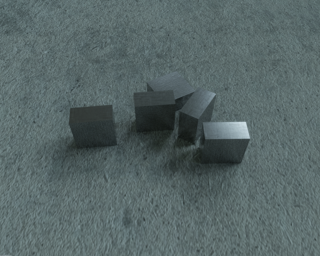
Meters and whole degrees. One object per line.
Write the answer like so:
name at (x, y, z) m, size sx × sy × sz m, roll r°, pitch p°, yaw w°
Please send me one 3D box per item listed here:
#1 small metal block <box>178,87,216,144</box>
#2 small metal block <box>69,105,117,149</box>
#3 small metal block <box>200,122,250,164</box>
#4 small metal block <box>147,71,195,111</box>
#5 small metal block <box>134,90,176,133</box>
small metal block at (0.047, -0.016, 0.400) m, size 0.025 × 0.050 × 0.050 m, roll 25°, pitch 54°, yaw 19°
small metal block at (-0.082, -0.001, 0.387) m, size 0.050 × 0.050 × 0.025 m, roll -5°, pitch 50°, yaw -4°
small metal block at (0.075, 0.019, 0.372) m, size 0.050 × 0.050 × 0.025 m, roll -1°, pitch 50°, yaw -1°
small metal block at (0.015, -0.050, 0.446) m, size 0.050 × 0.025 × 0.050 m, roll -24°, pitch 54°, yaw -19°
small metal block at (-0.007, -0.021, 0.405) m, size 0.050 × 0.050 × 0.025 m, roll -5°, pitch 50°, yaw -4°
